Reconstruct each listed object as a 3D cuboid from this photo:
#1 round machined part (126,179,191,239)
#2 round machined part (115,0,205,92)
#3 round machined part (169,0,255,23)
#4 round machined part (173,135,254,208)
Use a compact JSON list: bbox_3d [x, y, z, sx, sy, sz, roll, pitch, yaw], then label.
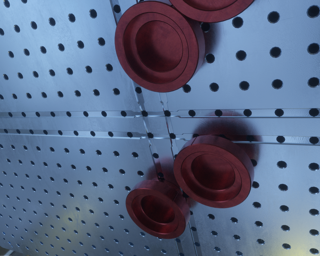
[{"bbox_3d":[0.001,0.118,0.473,0.098,0.042,0.097,13,124,21],"label":"round machined part"},{"bbox_3d":[0.003,-0.092,0.342,0.098,0.042,0.097,13,124,21],"label":"round machined part"},{"bbox_3d":[0.051,-0.149,0.280,0.098,0.042,0.097,12,122,20],"label":"round machined part"},{"bbox_3d":[0.070,0.051,0.395,0.098,0.042,0.097,13,124,21],"label":"round machined part"}]
